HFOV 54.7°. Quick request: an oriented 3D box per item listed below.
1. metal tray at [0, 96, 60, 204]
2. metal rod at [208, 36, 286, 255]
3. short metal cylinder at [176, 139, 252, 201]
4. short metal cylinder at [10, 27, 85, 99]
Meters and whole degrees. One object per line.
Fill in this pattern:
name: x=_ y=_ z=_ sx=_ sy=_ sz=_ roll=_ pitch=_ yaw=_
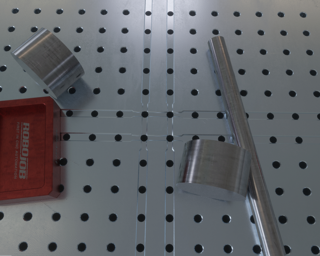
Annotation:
metal tray: x=-0.178 y=0.027 z=0.397 sx=0.091 sy=0.030 sz=0.130 roll=-6 pitch=70 yaw=-2
metal rod: x=0.108 y=0.010 z=0.408 sx=0.025 sy=0.025 sz=0.299 roll=-9 pitch=70 yaw=-3
short metal cylinder: x=0.063 y=0.051 z=0.364 sx=0.080 sy=0.080 sz=0.050 roll=12 pitch=71 yaw=4
short metal cylinder: x=-0.148 y=-0.085 z=0.412 sx=0.080 sy=0.080 sz=0.050 roll=40 pitch=75 yaw=13
